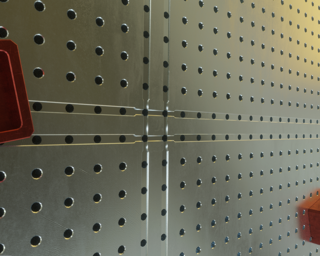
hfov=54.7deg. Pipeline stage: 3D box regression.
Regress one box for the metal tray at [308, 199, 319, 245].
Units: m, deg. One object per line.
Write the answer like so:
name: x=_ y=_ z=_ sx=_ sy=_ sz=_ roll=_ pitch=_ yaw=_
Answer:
metal tray: x=0.411 y=0.217 z=0.756 sx=0.131 sy=0.030 sz=0.089 roll=-18 pitch=102 yaw=-39

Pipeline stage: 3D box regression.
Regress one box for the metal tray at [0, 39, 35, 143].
metal tray: x=-0.181 y=-0.024 z=0.254 sx=0.131 sy=0.030 sz=0.089 roll=-14 pitch=99 yaw=-39
